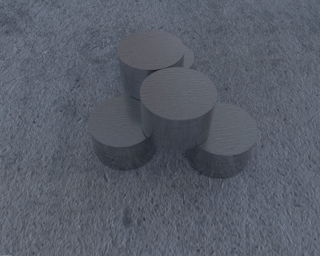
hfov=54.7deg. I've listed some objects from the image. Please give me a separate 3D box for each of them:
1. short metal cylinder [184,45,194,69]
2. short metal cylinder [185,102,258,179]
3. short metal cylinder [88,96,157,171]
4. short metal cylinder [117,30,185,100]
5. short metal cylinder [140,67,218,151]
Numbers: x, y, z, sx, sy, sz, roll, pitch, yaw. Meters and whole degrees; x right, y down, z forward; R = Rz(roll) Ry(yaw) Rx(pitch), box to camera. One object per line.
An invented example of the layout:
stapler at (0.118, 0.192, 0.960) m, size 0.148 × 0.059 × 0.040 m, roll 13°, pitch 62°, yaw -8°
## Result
short metal cylinder at (0.009, -0.085, 0.460) m, size 0.080 × 0.050 × 0.080 m, roll 0°, pitch 50°, yaw 0°
short metal cylinder at (0.072, 0.015, 0.376) m, size 0.080 × 0.050 × 0.080 m, roll 0°, pitch 50°, yaw 0°
short metal cylinder at (-0.044, 0.006, 0.383) m, size 0.080 × 0.050 × 0.080 m, roll 0°, pitch 50°, yaw 0°
short metal cylinder at (-0.011, -0.079, 0.389) m, size 0.080 × 0.050 × 0.080 m, roll 0°, pitch 50°, yaw 0°
short metal cylinder at (0.019, -0.022, 0.341) m, size 0.081 × 0.050 × 0.080 m, roll 1°, pitch 50°, yaw 0°
